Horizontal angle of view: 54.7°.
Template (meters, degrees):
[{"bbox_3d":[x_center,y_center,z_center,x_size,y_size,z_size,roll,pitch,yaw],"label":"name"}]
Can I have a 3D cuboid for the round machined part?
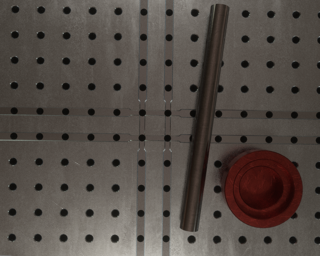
[{"bbox_3d":[0.130,0.076,0.407,0.099,0.042,0.097,0,90,-1],"label":"round machined part"}]

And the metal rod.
[{"bbox_3d":[0.060,-0.013,0.414,0.025,0.025,0.298,8,90,-1],"label":"metal rod"}]
